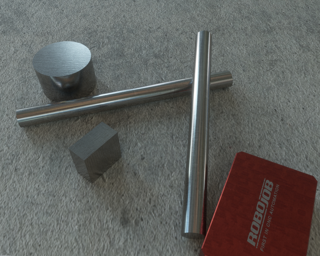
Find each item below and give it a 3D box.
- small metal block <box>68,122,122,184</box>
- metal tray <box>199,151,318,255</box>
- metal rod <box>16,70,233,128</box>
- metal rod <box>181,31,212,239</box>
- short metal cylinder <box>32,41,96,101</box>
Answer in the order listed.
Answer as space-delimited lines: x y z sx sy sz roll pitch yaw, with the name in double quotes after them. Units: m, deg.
-0.074 0.029 0.362 0.025 0.050 0.050 32 57 24 "small metal block"
0.105 0.094 0.322 0.090 0.030 0.130 20 52 15 "metal tray"
-0.041 -0.043 0.439 0.302 0.025 0.025 -12 51 -11 "metal rod"
0.051 -0.015 0.394 0.025 0.025 0.300 5 57 4 "metal rod"
-0.138 -0.083 0.455 0.081 0.050 0.080 0 50 0 "short metal cylinder"
